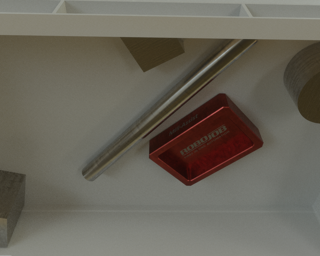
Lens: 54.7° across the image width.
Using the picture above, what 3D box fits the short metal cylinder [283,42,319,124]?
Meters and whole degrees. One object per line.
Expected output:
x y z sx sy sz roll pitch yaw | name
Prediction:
0.190 -0.051 0.352 0.081 0.050 0.079 0 130 0 | short metal cylinder

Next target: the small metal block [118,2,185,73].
-0.008 -0.095 0.328 0.050 0.025 0.050 -23 127 18 | small metal block

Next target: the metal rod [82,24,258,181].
-0.006 -0.015 0.395 0.025 0.025 0.299 35 122 -26 | metal rod

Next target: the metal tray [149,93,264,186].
0.060 0.021 0.424 0.130 0.030 0.090 -35 123 25 | metal tray

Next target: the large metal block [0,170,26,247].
-0.246 0.122 0.473 0.050 0.080 0.079 13 129 -11 | large metal block
